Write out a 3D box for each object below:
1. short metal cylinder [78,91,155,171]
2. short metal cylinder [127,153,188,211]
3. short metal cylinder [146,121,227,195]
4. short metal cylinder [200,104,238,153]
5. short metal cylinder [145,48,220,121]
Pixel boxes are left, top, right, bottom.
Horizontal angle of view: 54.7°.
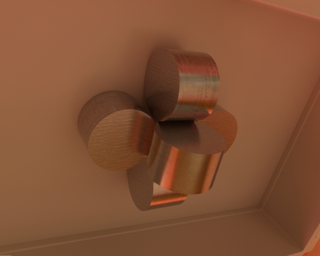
[{"bbox_3d":[-0.050,0.003,0.364,0.081,0.050,0.079,-14,124,-21],"label":"short metal cylinder"},{"bbox_3d":[-0.004,0.065,0.408,0.050,0.080,0.079,-2,120,-28],"label":"short metal cylinder"},{"bbox_3d":[0.028,0.029,0.347,0.081,0.080,0.050,-1,119,-28],"label":"short metal cylinder"},{"bbox_3d":[0.057,0.001,0.421,0.081,0.050,0.079,-14,124,-21],"label":"short metal cylinder"},{"bbox_3d":[0.023,-0.048,0.353,0.050,0.080,0.079,-2,120,-28],"label":"short metal cylinder"}]
